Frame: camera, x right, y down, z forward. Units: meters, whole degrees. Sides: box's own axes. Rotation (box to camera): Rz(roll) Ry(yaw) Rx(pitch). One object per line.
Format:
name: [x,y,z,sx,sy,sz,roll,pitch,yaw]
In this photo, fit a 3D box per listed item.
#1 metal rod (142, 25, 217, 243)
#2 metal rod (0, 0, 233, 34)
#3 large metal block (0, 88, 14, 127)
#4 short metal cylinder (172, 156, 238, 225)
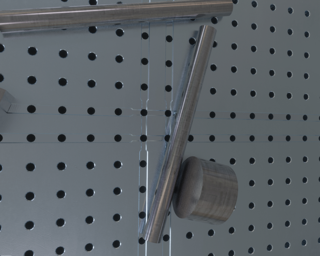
metal rod: [0.028,0.004,0.423,0.025,0.025,0.299,17,84,-19]
metal rod: [-0.041,-0.147,0.397,0.302,0.025,0.025,-12,94,-20]
large metal block: [-0.201,-0.028,0.309,0.080,0.080,0.050,24,82,-19]
short metal cylinder: [0.057,0.082,0.405,0.050,0.080,0.080,17,84,-19]
